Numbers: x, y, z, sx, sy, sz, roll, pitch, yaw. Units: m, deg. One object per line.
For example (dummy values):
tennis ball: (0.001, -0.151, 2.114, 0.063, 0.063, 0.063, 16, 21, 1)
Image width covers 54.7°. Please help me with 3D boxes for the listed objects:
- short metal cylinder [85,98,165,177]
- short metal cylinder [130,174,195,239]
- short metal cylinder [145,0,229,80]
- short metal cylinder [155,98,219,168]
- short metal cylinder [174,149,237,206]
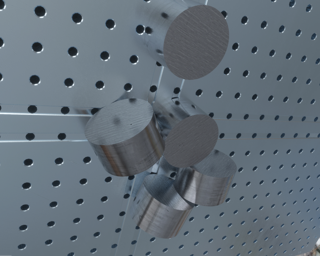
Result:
short metal cylinder: (-0.039, 0.009, 0.360, 0.080, 0.080, 0.050, -28, 128, -11)
short metal cylinder: (0.003, 0.111, 0.446, 0.081, 0.080, 0.050, 13, 112, -34)
short metal cylinder: (0.029, -0.101, 0.349, 0.081, 0.050, 0.079, -14, 124, -21)
short metal cylinder: (0.030, 0.006, 0.415, 0.081, 0.050, 0.079, -14, 124, -21)
short metal cylinder: (0.066, 0.068, 0.454, 0.081, 0.080, 0.050, -2, 119, -28)
